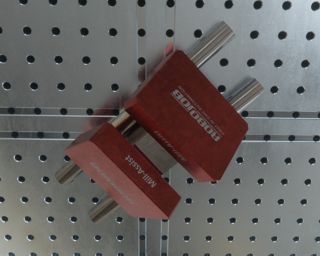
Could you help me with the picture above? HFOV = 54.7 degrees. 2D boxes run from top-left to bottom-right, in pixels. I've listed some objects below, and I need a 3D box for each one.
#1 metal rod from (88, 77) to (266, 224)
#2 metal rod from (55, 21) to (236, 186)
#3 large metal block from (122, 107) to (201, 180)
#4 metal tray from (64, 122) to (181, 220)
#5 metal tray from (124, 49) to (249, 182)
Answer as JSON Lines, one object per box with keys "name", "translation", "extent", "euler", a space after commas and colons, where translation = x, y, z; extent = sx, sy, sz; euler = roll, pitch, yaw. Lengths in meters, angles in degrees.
{"name": "metal rod", "translation": [0.015, 0.038, 0.428], "extent": [0.300, 0.025, 0.025], "euler": [-40, 106, 13]}
{"name": "metal rod", "translation": [-0.028, -0.024, 0.404], "extent": [0.300, 0.025, 0.025], "euler": [-41, 106, 13]}
{"name": "large metal block", "translation": [0.001, 0.011, 0.388], "extent": [0.080, 0.080, 0.050], "euler": [-40, 106, 13]}
{"name": "metal tray", "translation": [-0.046, 0.057, 0.376], "extent": [0.130, 0.030, 0.090], "euler": [48, 146, -16]}
{"name": "metal tray", "translation": [0.035, -0.012, 0.351], "extent": [0.130, 0.030, 0.090], "euler": [45, 60, -15]}
